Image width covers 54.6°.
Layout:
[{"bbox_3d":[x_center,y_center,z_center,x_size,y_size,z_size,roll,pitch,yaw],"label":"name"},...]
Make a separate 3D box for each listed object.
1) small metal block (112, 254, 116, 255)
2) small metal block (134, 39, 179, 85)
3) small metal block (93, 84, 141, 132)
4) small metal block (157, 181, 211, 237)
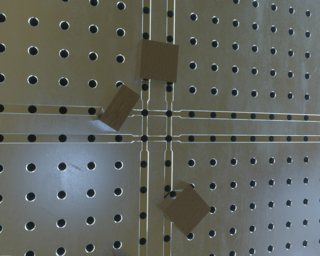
[{"bbox_3d":[-0.041,0.190,0.384,0.050,0.050,0.025,40,78,-16],"label":"small metal block"},{"bbox_3d":[-0.005,-0.086,0.411,0.050,0.025,0.050,5,89,-20],"label":"small metal block"},{"bbox_3d":[-0.054,-0.023,0.379,0.025,0.050,0.050,35,79,-17],"label":"small metal block"},{"bbox_3d":[0.033,0.109,0.425,0.050,0.025,0.050,-44,104,-15],"label":"small metal block"}]
